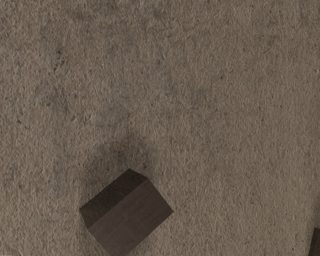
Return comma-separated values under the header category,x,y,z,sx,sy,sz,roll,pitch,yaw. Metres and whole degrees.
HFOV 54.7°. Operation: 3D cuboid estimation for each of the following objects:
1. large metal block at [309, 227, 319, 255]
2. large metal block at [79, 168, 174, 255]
category,x,y,z,sx,sy,sz,roll,pitch,yaw
large metal block,0.287,0.212,0.489,0.050,0.080,0.080,17,84,-20
large metal block,-0.043,0.097,0.365,0.080,0.080,0.050,-39,103,-16
